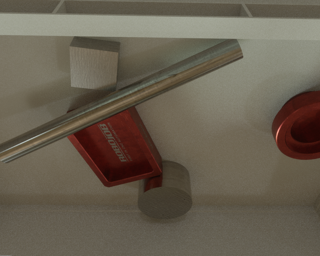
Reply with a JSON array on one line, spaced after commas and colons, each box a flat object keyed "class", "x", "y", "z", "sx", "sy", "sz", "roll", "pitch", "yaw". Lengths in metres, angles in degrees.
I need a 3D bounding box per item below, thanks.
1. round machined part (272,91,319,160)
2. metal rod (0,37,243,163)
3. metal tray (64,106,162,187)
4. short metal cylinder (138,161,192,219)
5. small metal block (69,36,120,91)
[{"class": "round machined part", "x": 0.192, "y": -0.008, "z": 0.394, "sx": 0.099, "sy": 0.042, "sz": 0.097, "roll": -1, "pitch": 130, "yaw": 0}, {"class": "metal rod", "x": -0.053, "y": -0.028, "z": 0.354, "sx": 0.301, "sy": 0.025, "sz": 0.025, "roll": -23, "pitch": 127, "yaw": 8}, {"class": "metal tray", "x": -0.061, "y": 0.023, "z": 0.424, "sx": 0.090, "sy": 0.030, "sz": 0.130, "roll": -16, "pitch": 129, "yaw": 12}, {"class": "short metal cylinder", "x": 0.007, "y": 0.096, "z": 0.474, "sx": 0.081, "sy": 0.050, "sz": 0.079, "roll": 0, "pitch": 130, "yaw": 0}, {"class": "small metal block", "x": -0.072, "y": -0.071, "z": 0.348, "sx": 0.050, "sy": 0.025, "sz": 0.050, "roll": 6, "pitch": 130, "yaw": -6}]
